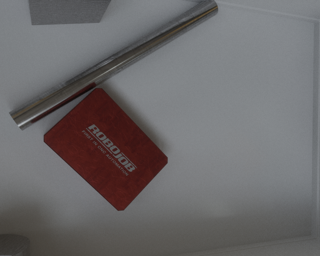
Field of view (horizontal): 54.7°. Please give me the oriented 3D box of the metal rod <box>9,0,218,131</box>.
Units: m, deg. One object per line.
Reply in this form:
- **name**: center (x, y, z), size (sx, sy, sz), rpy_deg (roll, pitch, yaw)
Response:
- **metal rod**: center (-0.045, -0.089, 0.394), size (0.301, 0.025, 0.025), rpy_deg (-35, 102, -17)

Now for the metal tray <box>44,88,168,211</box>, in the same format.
- **metal tray**: center (-0.065, 0.027, 0.385), size (0.090, 0.030, 0.130), rpy_deg (-46, 105, -14)

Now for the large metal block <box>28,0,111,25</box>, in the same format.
- **large metal block**: center (-0.105, -0.152, 0.343), size (0.081, 0.080, 0.050), rpy_deg (-9, 94, -20)

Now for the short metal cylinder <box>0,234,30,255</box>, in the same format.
- **short metal cylinder**: center (-0.176, 0.148, 0.317), size (0.081, 0.080, 0.050), rpy_deg (-1, 91, -20)
